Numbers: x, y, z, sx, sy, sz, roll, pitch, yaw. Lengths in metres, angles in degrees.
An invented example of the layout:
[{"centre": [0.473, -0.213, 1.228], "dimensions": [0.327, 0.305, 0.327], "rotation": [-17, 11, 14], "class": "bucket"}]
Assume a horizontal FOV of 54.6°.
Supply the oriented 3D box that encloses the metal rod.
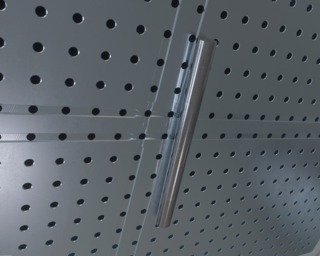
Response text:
[{"centre": [0.031, 0.024, 0.441], "dimensions": [0.025, 0.025, 0.298], "rotation": [-3, 120, -27], "class": "metal rod"}]
